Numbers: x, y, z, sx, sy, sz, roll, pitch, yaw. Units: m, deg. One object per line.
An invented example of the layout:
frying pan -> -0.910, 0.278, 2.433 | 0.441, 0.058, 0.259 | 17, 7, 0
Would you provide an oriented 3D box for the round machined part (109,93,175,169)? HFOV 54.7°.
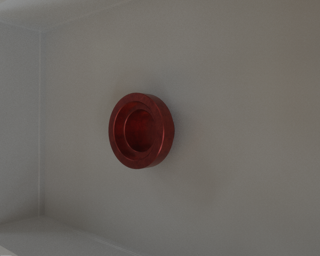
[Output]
round machined part -> -0.020, 0.003, 0.410 | 0.098, 0.042, 0.097 | 0, 90, 39
